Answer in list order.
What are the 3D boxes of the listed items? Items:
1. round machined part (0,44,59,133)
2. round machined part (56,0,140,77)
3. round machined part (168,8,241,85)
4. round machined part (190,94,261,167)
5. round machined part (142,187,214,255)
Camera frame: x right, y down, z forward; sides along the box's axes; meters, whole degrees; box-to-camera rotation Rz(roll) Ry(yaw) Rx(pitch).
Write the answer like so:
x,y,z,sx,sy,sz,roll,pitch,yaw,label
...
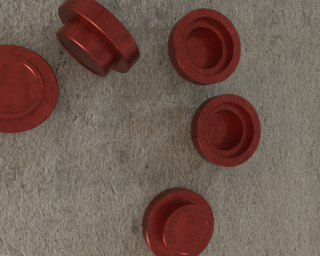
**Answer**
x,y,z,sx,sy,sz,roll,pitch,yaw,label
-0.163,-0.043,0.340,0.099,0.042,0.097,0,90,-20,round machined part
-0.074,-0.094,0.343,0.098,0.098,0.042,41,77,-16,round machined part
0.056,-0.106,0.420,0.099,0.042,0.097,0,90,-20,round machined part
0.087,0.003,0.432,0.099,0.042,0.097,0,90,-20,round machined part
0.029,0.131,0.411,0.099,0.042,0.097,0,90,-20,round machined part
